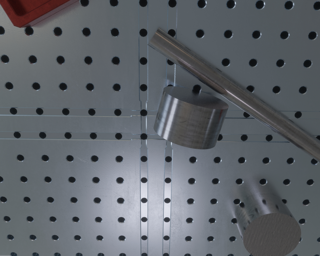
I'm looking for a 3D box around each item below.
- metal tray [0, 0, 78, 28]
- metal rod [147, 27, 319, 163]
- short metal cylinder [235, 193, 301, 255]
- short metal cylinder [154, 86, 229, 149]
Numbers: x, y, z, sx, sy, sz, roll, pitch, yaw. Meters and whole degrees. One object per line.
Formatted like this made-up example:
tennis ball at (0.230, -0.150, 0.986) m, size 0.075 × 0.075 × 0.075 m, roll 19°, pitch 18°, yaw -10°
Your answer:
metal tray at (-0.152, -0.189, 0.339) m, size 0.090 × 0.030 × 0.130 m, roll -25°, pitch 108°, yaw 9°
metal rod at (0.117, -0.032, 0.402) m, size 0.301 × 0.025 × 0.025 m, roll 32°, pitch 107°, yaw -11°
short metal cylinder at (0.156, 0.143, 0.454) m, size 0.081 × 0.050 × 0.079 m, roll 0°, pitch 110°, yaw 0°
short metal cylinder at (0.037, -0.014, 0.379) m, size 0.080 × 0.080 × 0.050 m, roll 13°, pitch 110°, yaw -5°
